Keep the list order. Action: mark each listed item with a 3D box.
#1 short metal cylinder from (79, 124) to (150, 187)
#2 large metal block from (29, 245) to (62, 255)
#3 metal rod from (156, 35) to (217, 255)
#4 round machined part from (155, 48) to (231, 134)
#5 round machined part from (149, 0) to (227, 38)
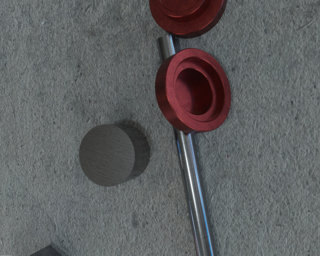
[{"bbox_3d":[-0.060,0.035,0.417,0.080,0.050,0.080,0,90,20],"label":"short metal cylinder"},{"bbox_3d":[-0.169,0.237,0.455,0.080,0.050,0.080,34,101,16],"label":"large metal block"},{"bbox_3d":[0.035,0.030,0.396,0.025,0.025,0.298,-12,86,19],"label":"metal rod"},{"bbox_3d":[0.035,-0.041,0.368,0.042,0.099,0.097,-16,84,55],"label":"round machined part"},{"bbox_3d":[0.032,-0.167,0.389,0.098,0.042,0.097,0,90,20],"label":"round machined part"}]
